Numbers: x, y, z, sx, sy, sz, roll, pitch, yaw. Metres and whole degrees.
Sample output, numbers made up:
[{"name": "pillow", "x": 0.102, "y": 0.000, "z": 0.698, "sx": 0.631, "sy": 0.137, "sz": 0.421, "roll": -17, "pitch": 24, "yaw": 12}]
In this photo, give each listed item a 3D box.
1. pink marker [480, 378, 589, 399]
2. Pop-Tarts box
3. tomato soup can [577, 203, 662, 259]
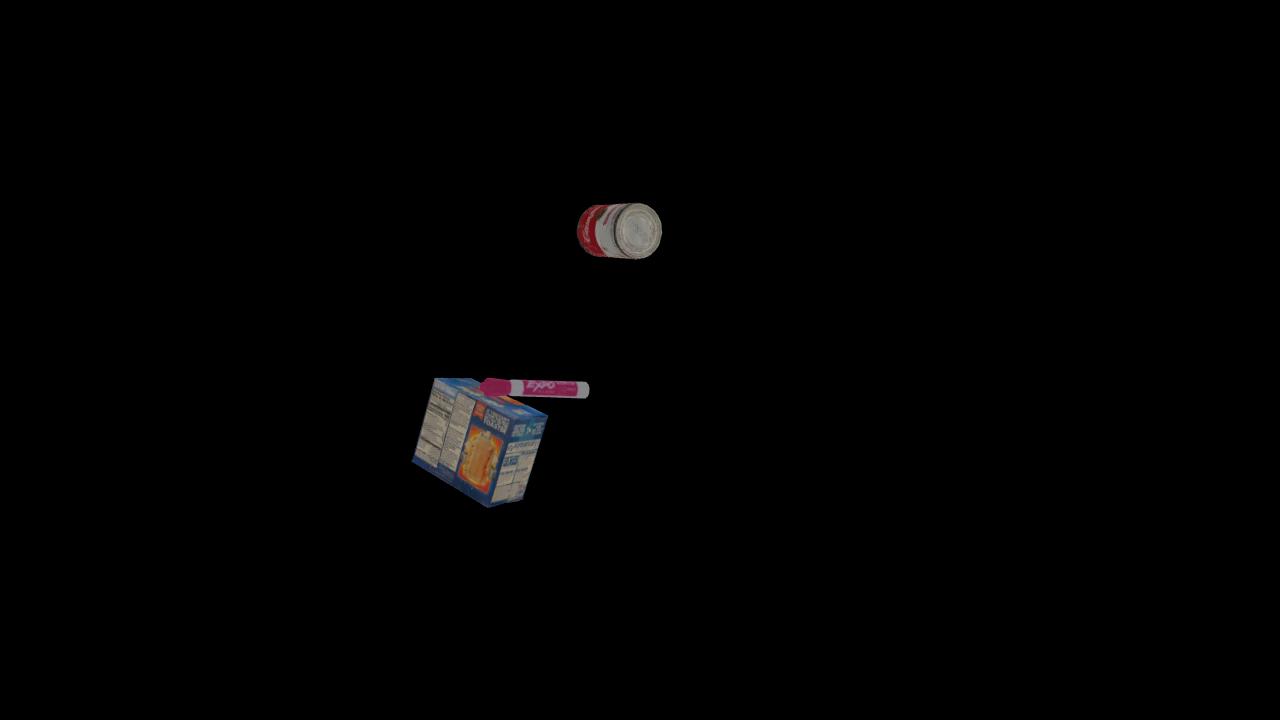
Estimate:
[{"name": "pink marker", "x": -0.108, "y": 0.030, "z": 0.638, "sx": 0.121, "sy": 0.020, "sz": 0.020, "roll": 4, "pitch": -3, "yaw": -38}, {"name": "Pop-Tarts box", "x": -0.244, "y": 0.120, "z": 0.933, "sx": 0.167, "sy": 0.141, "sz": 0.083, "roll": 21, "pitch": 9, "yaw": 26}, {"name": "tomato soup can", "x": -0.027, "y": -0.160, "z": 0.766, "sx": 0.068, "sy": 0.068, "sz": 0.101, "roll": 0, "pitch": 11, "yaw": -32}]
